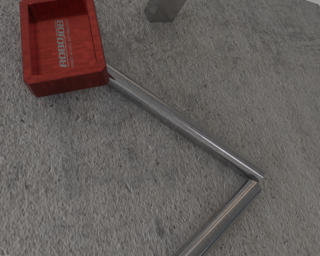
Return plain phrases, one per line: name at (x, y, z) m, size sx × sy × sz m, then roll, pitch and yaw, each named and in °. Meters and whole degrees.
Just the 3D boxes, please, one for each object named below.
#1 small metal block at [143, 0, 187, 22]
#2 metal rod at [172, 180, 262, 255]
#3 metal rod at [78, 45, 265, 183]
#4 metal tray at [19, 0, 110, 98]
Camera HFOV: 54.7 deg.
small metal block at (0.008, -0.204, 0.517) m, size 0.050 × 0.050 × 0.025 m, roll -15°, pitch 70°, yaw -34°
metal rod at (0.025, 0.143, 0.329) m, size 0.302 × 0.025 × 0.025 m, roll -31°, pitch 79°, yaw -38°
metal rod at (0.016, -0.015, 0.421) m, size 0.301 × 0.025 × 0.025 m, roll 34°, pitch 51°, yaw -6°
metal tray at (-0.118, -0.106, 0.379) m, size 0.091 × 0.030 × 0.130 m, roll -11°, pitch 65°, yaw -6°
